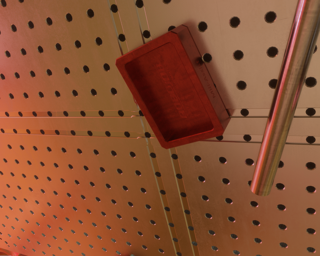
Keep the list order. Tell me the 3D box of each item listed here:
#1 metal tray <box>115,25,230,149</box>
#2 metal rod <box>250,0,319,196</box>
[{"bbox_3d":[0.016,-0.043,0.371,0.090,0.030,0.130,-17,110,34],"label":"metal tray"},{"bbox_3d":[0.132,-0.048,0.311,0.025,0.025,0.298,15,125,19],"label":"metal rod"}]
